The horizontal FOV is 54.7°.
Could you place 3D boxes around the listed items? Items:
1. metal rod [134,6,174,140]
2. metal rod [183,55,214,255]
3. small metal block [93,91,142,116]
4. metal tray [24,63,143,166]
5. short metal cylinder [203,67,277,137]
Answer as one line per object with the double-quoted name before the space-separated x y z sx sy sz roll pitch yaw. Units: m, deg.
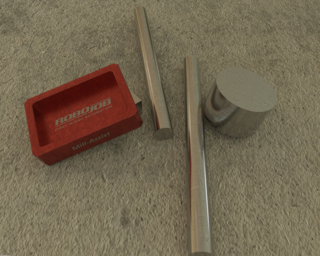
"metal rod" -0.016 -0.106 0.491 0.025 0.025 0.300 -6 50 -6
"metal rod" 0.045 0.009 0.396 0.025 0.025 0.300 2 50 1
"small metal block" -0.060 -0.032 0.429 0.050 0.025 0.050 -32 57 -25
"metal tray" -0.098 -0.019 0.390 0.131 0.030 0.090 -23 58 -2
"short metal cylinder" 0.103 -0.034 0.407 0.081 0.050 0.080 9 49 -10
